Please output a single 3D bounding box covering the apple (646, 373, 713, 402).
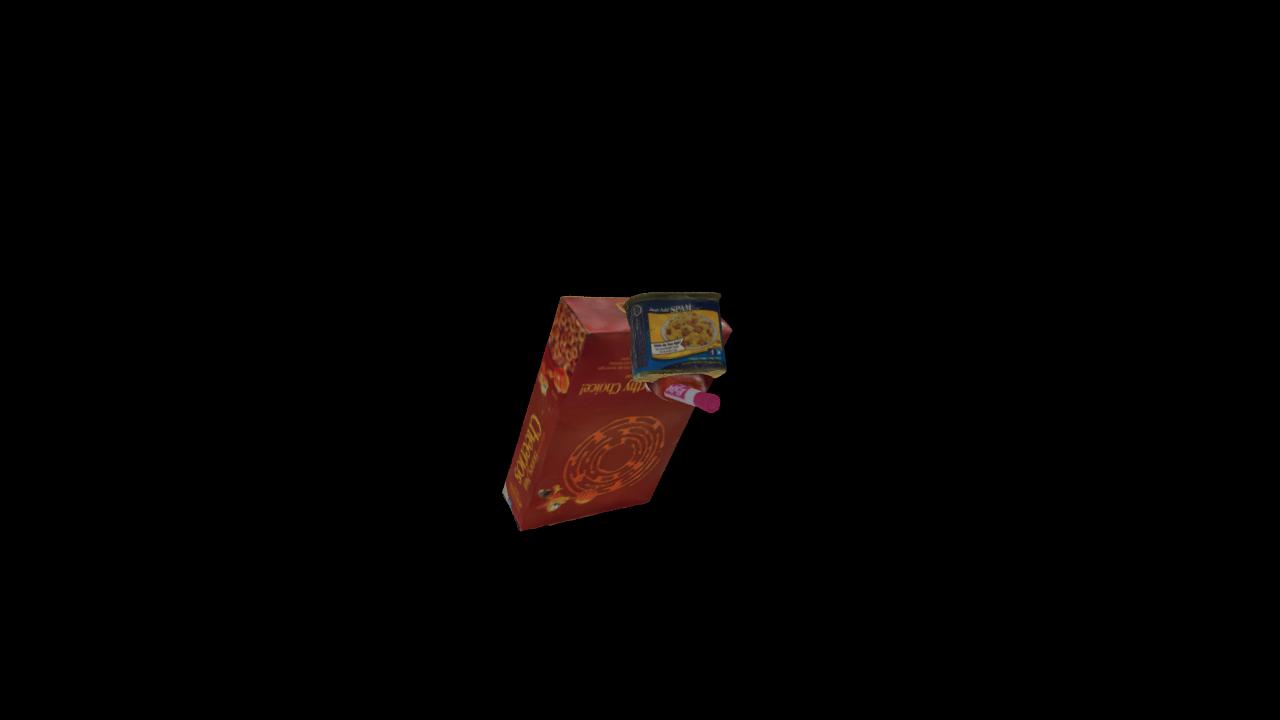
[{"bbox_3d":[0.043,0.004,0.678,0.079,0.093,0.079,1,-37,1],"label":"apple"}]

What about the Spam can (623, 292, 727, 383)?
[{"bbox_3d":[0.038,-0.023,0.646,0.101,0.085,0.058,-3,-11,-16],"label":"Spam can"}]

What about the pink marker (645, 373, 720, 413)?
[{"bbox_3d":[0.043,0.035,0.639,0.020,0.020,0.121,0,9,-31],"label":"pink marker"}]

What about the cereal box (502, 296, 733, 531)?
[{"bbox_3d":[-0.036,0.068,0.755,0.203,0.306,0.081,-4,40,-35],"label":"cereal box"}]
